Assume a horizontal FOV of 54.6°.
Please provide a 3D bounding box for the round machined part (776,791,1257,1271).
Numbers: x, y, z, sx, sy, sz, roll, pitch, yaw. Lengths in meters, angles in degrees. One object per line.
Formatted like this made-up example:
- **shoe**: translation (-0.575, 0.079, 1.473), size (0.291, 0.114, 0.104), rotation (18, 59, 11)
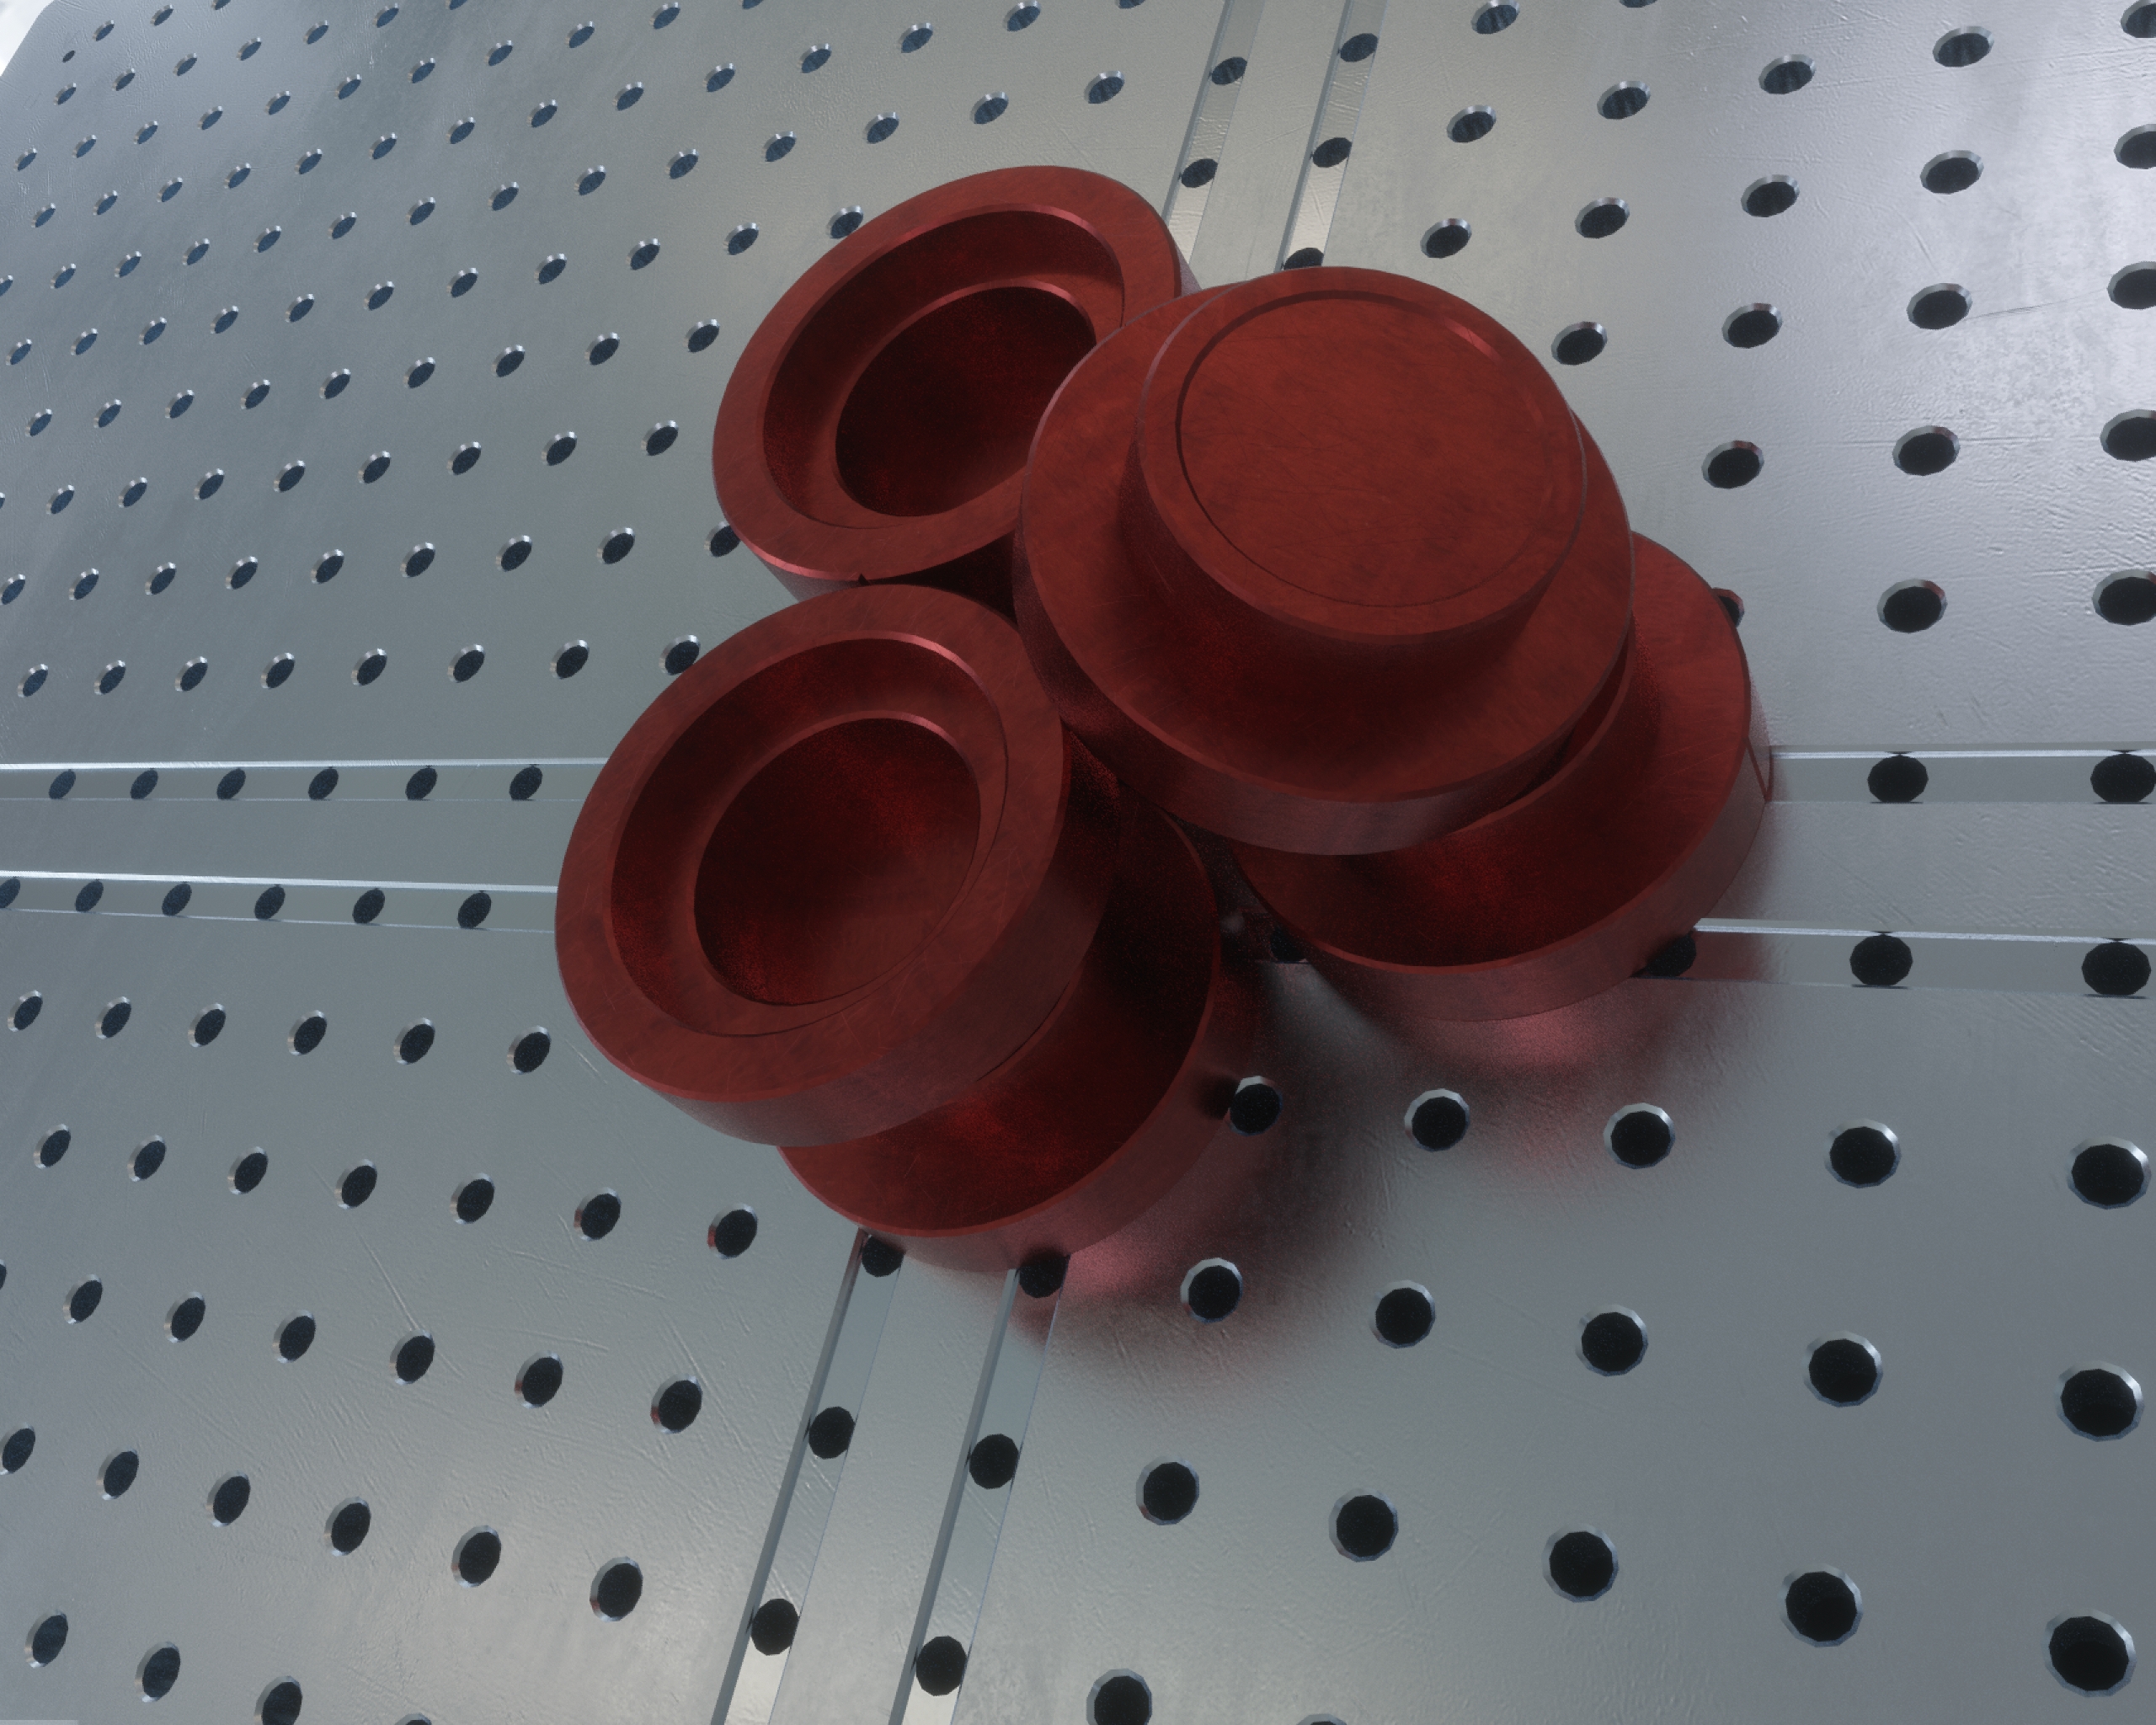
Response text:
- **round machined part**: translation (-0.019, 0.024, 0.395), size (0.098, 0.042, 0.098), rotation (-13, 56, 21)

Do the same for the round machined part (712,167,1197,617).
- **round machined part**: translation (-0.018, -0.083, 0.404), size (0.098, 0.042, 0.098), rotation (-13, 56, 21)

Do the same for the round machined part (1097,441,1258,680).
- **round machined part**: translation (0.002, -0.063, 0.437), size (0.098, 0.042, 0.098), rotation (-13, 56, 21)

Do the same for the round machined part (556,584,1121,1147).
- **round machined part**: translation (-0.037, 0.004, 0.361), size (0.098, 0.042, 0.098), rotation (-13, 56, 21)

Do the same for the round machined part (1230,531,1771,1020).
- **round machined part**: translation (0.071, -0.024, 0.376), size (0.098, 0.042, 0.098), rotation (-13, 56, 21)

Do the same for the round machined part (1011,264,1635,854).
- **round machined part**: translation (0.040, -0.054, 0.328), size (0.099, 0.042, 0.098), rotation (3, 65, -6)
